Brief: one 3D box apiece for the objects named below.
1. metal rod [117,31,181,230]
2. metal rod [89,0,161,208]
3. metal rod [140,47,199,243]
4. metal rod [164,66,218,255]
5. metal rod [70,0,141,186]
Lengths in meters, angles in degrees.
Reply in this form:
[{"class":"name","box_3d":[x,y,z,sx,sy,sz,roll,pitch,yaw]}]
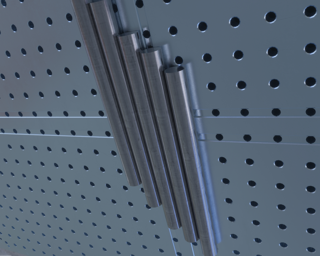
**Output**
[{"class":"metal rod","box_3d":[-0.007,0.021,0.425,0.025,0.025,0.298,1,119,27]},{"class":"metal rod","box_3d":[-0.038,-0.015,0.419,0.025,0.025,0.298,1,119,27]},{"class":"metal rod","box_3d":[0.020,0.040,0.424,0.025,0.025,0.298,1,119,27]},{"class":"metal rod","box_3d":[0.048,0.063,0.423,0.025,0.025,0.298,1,119,27]},{"class":"metal rod","box_3d":[-0.068,-0.048,0.415,0.025,0.025,0.298,1,119,27]}]
